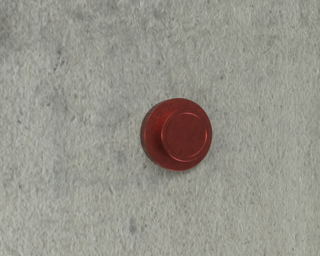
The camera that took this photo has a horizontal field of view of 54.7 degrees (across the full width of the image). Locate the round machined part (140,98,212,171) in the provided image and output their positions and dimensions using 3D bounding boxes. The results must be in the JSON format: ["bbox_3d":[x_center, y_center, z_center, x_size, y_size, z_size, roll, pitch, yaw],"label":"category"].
[{"bbox_3d":[0.027,0.009,0.411,0.099,0.042,0.097,0,90,-21],"label":"round machined part"}]
